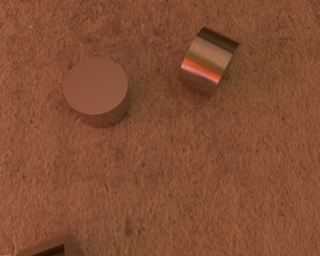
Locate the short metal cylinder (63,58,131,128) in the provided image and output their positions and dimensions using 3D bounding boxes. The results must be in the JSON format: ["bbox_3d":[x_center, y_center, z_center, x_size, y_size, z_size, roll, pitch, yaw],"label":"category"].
[{"bbox_3d":[-0.081,-0.045,0.410,0.081,0.050,0.080,0,70,0],"label":"short metal cylinder"}]

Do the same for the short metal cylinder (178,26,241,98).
[{"bbox_3d":[0.066,-0.087,0.412,0.050,0.080,0.080,29,72,9],"label":"short metal cylinder"}]

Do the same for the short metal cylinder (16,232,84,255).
[{"bbox_3d":[-0.109,0.157,0.320,0.050,0.080,0.080,-19,71,-7],"label":"short metal cylinder"}]
